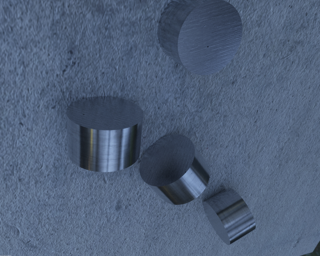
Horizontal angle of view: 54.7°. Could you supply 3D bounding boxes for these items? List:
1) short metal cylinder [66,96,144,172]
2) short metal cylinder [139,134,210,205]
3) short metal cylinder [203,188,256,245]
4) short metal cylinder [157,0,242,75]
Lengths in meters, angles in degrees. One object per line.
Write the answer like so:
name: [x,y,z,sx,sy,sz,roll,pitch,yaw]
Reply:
short metal cylinder: [-0.060,0.004,0.341,0.081,0.080,0.050,-7,122,-25]
short metal cylinder: [0.020,0.055,0.416,0.080,0.080,0.050,-39,129,-2]
short metal cylinder: [0.116,0.149,0.527,0.050,0.080,0.080,-26,128,-12]
short metal cylinder: [0.044,-0.106,0.349,0.081,0.050,0.079,-14,124,-21]
